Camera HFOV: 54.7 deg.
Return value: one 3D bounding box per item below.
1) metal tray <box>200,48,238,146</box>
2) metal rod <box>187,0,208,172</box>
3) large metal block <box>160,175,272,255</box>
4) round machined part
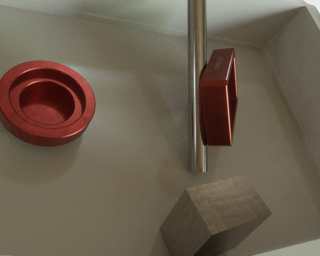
[{"bbox_3d":[0.084,-0.046,0.419,0.030,0.089,0.130,-1,30,19],"label":"metal tray"},{"bbox_3d":[0.050,-0.093,0.410,0.025,0.025,0.298,1,87,-28],"label":"metal rod"},{"bbox_3d":[0.057,0.101,0.334,0.081,0.079,0.050,-6,49,-31],"label":"large metal block"},{"bbox_3d":[-0.125,-0.023,0.342,0.099,0.042,0.098,14,56,-21],"label":"round machined part"}]
